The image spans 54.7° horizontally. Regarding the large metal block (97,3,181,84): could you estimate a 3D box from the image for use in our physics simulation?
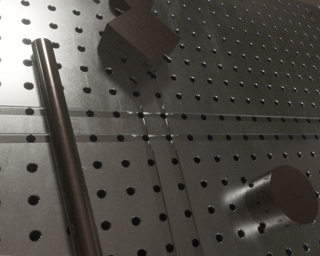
[{"bbox_3d":[-0.030,-0.124,0.453,0.080,0.050,0.080,41,51,-1],"label":"large metal block"}]

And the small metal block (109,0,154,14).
[{"bbox_3d":[-0.047,-0.208,0.511,0.050,0.025,0.050,46,51,3],"label":"small metal block"}]

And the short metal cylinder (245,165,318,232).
[{"bbox_3d":[0.166,0.097,0.425,0.081,0.050,0.080,14,56,-21],"label":"short metal cylinder"}]

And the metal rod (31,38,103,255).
[{"bbox_3d":[-0.103,0.026,0.337,0.025,0.025,0.299,-6,65,-31],"label":"metal rod"}]
